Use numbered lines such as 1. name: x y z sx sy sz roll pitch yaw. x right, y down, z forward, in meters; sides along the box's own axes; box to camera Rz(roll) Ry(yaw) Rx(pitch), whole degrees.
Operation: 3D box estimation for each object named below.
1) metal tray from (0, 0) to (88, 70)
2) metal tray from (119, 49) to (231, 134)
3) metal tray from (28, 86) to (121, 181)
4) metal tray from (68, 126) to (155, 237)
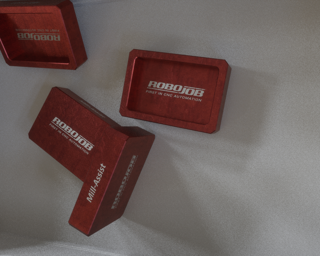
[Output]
1. metal tray: -0.177 -0.133 0.445 0.130 0.030 0.089 7 129 19
2. metal tray: 0.018 -0.048 0.401 0.130 0.030 0.089 12 94 19
3. metal tray: -0.120 0.010 0.450 0.130 0.030 0.090 34 101 16
4. metal tray: -0.058 0.063 0.396 0.030 0.090 0.129 25 98 18
